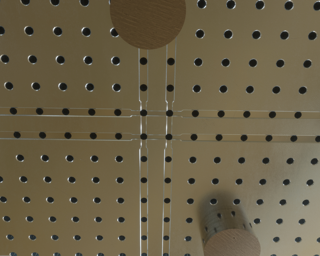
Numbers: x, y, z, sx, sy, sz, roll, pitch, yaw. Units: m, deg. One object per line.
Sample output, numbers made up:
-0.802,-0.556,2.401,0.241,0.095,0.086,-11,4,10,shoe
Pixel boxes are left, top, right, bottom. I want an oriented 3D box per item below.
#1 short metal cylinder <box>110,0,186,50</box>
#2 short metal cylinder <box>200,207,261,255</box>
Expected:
-0.013,-0.132,0.351,0.081,0.050,0.079,0,110,0,short metal cylinder
0.103,0.167,0.462,0.081,0.050,0.079,0,110,0,short metal cylinder
